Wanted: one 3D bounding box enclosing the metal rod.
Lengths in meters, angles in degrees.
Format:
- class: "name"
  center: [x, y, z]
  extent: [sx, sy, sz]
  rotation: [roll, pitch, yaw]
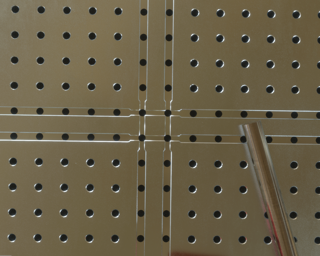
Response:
- class: "metal rod"
  center: [0.163, 0.136, 0.415]
  extent: [0.025, 0.025, 0.298]
  rotation: [-16, 90, 0]
